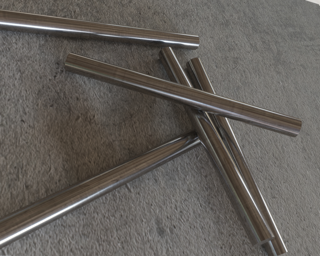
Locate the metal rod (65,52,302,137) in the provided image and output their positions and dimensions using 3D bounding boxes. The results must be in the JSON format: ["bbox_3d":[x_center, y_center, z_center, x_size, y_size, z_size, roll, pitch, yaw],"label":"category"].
[{"bbox_3d":[0.029,-0.042,0.394,0.302,0.025,0.025,16,54,0],"label":"metal rod"}]

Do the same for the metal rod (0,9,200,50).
[{"bbox_3d":[-0.072,-0.138,0.448,0.303,0.025,0.025,-3,63,-29],"label":"metal rod"}]

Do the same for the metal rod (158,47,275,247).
[{"bbox_3d":[0.058,0.001,0.400,0.025,0.025,0.299,-2,52,-29],"label":"metal rod"}]

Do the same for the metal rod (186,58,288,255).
[{"bbox_3d":[0.101,0.026,0.441,0.025,0.025,0.299,-6,65,-31],"label":"metal rod"}]

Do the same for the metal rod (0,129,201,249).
[{"bbox_3d":[-0.047,0.053,0.346,0.302,0.025,0.025,-23,74,-36],"label":"metal rod"}]
